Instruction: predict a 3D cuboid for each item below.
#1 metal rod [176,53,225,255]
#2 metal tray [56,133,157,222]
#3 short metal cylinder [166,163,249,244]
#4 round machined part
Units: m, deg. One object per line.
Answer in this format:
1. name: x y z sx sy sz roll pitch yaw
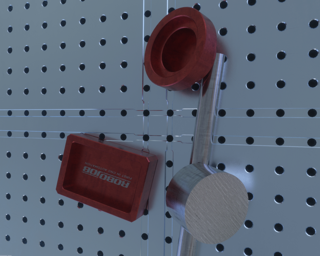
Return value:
1. metal rod: 0.049 0.056 0.395 0.025 0.025 0.298 9 93 20
2. metal tray: -0.077 0.066 0.437 0.130 0.030 0.089 15 95 19
3. short metal cylinder: 0.054 0.085 0.359 0.081 0.050 0.079 -3 97 -22
4. round machined part: 0.029 -0.092 0.379 0.098 0.042 0.098 -15 68 42
